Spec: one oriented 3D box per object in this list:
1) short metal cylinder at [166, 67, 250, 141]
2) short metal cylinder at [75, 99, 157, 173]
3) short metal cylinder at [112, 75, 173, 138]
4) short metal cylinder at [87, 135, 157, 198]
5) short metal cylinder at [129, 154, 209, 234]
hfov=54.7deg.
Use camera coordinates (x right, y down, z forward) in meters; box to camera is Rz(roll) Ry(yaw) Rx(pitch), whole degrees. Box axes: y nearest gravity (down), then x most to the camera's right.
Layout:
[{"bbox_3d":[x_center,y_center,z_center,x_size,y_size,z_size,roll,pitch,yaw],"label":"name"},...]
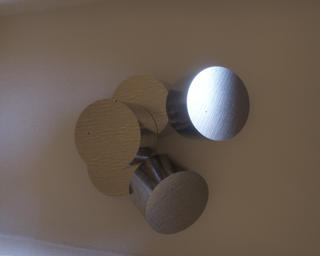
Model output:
[{"bbox_3d":[0.054,-0.026,0.354,0.081,0.050,0.079,1,89,-25],"label":"short metal cylinder"},{"bbox_3d":[-0.049,0.008,0.357,0.080,0.050,0.079,0,90,19],"label":"short metal cylinder"},{"bbox_3d":[-0.016,-0.025,0.400,0.080,0.050,0.079,0,90,19],"label":"short metal cylinder"},{"bbox_3d":[-0.048,0.047,0.412,0.080,0.050,0.079,0,90,19],"label":"short metal cylinder"},{"bbox_3d":[0.010,0.077,0.368,0.050,0.081,0.080,35,105,58],"label":"short metal cylinder"}]
